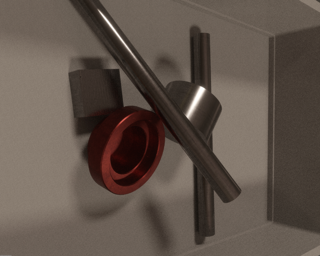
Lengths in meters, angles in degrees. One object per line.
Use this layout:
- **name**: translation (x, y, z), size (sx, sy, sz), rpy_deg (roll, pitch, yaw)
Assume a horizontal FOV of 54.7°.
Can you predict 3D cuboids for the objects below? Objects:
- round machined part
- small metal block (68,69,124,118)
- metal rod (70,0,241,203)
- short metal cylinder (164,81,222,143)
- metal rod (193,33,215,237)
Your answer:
- **round machined part**: translation (-0.042, 0.022, 0.349), size (0.099, 0.042, 0.097), rpy_deg (-27, 127, -43)
- **small metal block**: translation (-0.071, -0.039, 0.349), size (0.050, 0.025, 0.050), rpy_deg (-10, 97, -40)
- **metal rod**: translation (-0.008, -0.042, 0.339), size (0.025, 0.025, 0.299), rpy_deg (-41, 96, -33)
- **short metal cylinder**: translation (0.033, -0.016, 0.400), size (0.080, 0.080, 0.050), rpy_deg (42, 64, -32)
- **metal rod**: translation (0.066, 0.011, 0.464), size (0.025, 0.025, 0.298), rpy_deg (-3, 92, -40)
